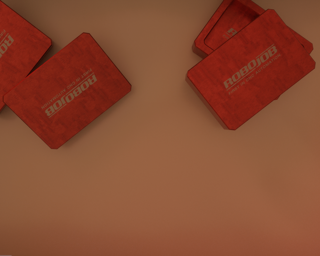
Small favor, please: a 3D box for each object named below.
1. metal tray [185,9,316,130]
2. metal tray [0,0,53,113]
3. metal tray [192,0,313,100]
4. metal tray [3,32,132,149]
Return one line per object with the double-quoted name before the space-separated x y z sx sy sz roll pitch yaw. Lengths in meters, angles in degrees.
"metal tray" 0.108 -0.069 0.380 0.130 0.030 0.090 -38 91 0
"metal tray" -0.212 -0.087 0.391 0.090 0.030 0.130 38 90 -20
"metal tray" 0.120 -0.106 0.410 0.130 0.030 0.090 35 90 -1
"metal tray" -0.114 -0.047 0.393 0.130 0.030 0.090 -39 111 0
